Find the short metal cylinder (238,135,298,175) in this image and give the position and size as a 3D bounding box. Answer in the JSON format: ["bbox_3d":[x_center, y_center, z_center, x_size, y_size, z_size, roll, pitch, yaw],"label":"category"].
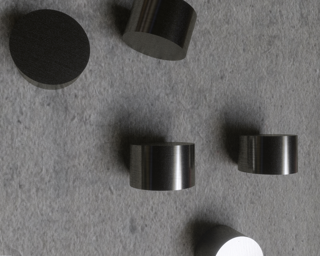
[{"bbox_3d":[0.151,0.035,0.437,0.081,0.080,0.050,-1,91,-20],"label":"short metal cylinder"}]

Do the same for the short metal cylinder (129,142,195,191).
[{"bbox_3d":[0.003,0.044,0.382,0.081,0.080,0.050,-1,90,-20],"label":"short metal cylinder"}]

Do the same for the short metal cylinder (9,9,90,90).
[{"bbox_3d":[-0.123,-0.086,0.350,0.081,0.050,0.079,0,90,-20],"label":"short metal cylinder"}]

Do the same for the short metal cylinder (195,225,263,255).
[{"bbox_3d":[0.096,0.184,0.433,0.081,0.050,0.079,0,90,-21],"label":"short metal cylinder"}]

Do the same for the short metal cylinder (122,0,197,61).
[{"bbox_3d":[0.000,-0.122,0.380,0.081,0.080,0.050,18,84,-20],"label":"short metal cylinder"}]
